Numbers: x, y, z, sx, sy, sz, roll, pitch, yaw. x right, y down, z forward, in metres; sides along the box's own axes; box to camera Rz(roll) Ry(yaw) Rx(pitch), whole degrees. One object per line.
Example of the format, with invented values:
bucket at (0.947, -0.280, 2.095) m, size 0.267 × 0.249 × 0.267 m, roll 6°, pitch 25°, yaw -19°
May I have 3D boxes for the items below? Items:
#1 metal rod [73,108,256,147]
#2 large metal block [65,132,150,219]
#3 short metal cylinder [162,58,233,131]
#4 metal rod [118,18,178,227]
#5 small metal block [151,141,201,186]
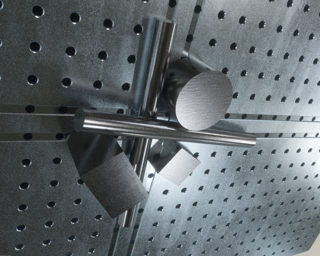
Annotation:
metal rod at (0.033, 0.006, 0.410) m, size 0.302 × 0.025 × 0.025 m, roll 7°, pitch 115°, yaw -40°
large metal block at (-0.063, 0.046, 0.369) m, size 0.050 × 0.080 × 0.080 m, roll -31°, pitch 129°, yaw -9°
short metal cylinder at (0.044, -0.043, 0.394) m, size 0.081 × 0.050 × 0.079 m, roll -14°, pitch 125°, yaw -21°
metal rod at (-0.022, 0.012, 0.408) m, size 0.025 × 0.025 × 0.298 m, roll -2°, pitch 119°, yaw -28°
small metal block at (0.024, 0.052, 0.460) m, size 0.050 × 0.025 × 0.050 m, roll -48°, pitch 129°, yaw 5°
